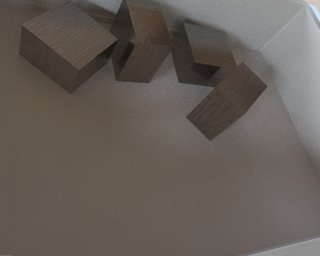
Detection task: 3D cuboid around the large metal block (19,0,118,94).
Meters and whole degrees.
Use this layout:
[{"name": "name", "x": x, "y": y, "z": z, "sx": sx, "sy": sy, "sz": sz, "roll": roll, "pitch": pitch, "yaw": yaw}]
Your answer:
[{"name": "large metal block", "x": -0.114, "y": -0.103, "z": 0.392, "sx": 0.080, "sy": 0.050, "sz": 0.080, "roll": 39, "pitch": 51, "yaw": -3}]

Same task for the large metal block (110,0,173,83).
[{"name": "large metal block", "x": -0.031, "y": -0.119, "z": 0.428, "sx": 0.050, "sy": 0.080, "sz": 0.080, "roll": 0, "pitch": 62, "yaw": -29}]

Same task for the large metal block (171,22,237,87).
[{"name": "large metal block", "x": 0.068, "y": -0.116, "z": 0.499, "sx": 0.081, "sy": 0.050, "sz": 0.080, "roll": 3, "pitch": 60, "yaw": -27}]

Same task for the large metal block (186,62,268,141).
[{"name": "large metal block", "x": 0.096, "y": -0.038, "z": 0.447, "sx": 0.050, "sy": 0.080, "sz": 0.080, "roll": 46, "pitch": 51, "yaw": 3}]
